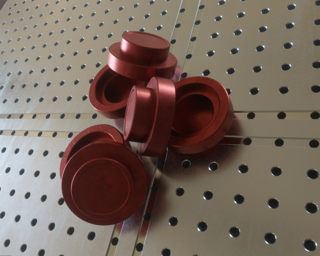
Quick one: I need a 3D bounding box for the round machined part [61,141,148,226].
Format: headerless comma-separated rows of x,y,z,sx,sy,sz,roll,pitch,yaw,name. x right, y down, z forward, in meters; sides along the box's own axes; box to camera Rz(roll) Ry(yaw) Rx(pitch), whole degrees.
-0.063,0.065,0.355,0.099,0.042,0.097,0,94,-5,round machined part

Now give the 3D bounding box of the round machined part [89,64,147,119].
-0.052,-0.055,0.458,0.098,0.042,0.098,-13,56,21,round machined part

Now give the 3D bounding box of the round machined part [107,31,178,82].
-0.023,-0.106,0.440,0.099,0.042,0.098,10,32,-6,round machined part

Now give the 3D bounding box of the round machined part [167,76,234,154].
0.042,-0.012,0.383,0.098,0.042,0.098,-13,56,21,round machined part

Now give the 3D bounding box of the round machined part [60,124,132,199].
-0.080,0.047,0.411,0.098,0.042,0.098,-13,56,21,round machined part

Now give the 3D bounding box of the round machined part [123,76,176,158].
-0.017,-0.015,0.378,0.042,0.098,0.098,10,58,-14,round machined part
